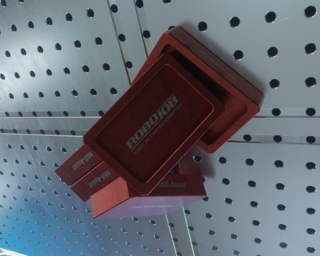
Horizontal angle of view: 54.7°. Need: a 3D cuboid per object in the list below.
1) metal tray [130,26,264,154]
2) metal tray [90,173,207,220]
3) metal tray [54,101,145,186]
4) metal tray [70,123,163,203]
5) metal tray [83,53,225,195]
[{"bbox_3d":[0.040,-0.041,0.359,0.130,0.030,0.089,39,129,1],"label":"metal tray"},{"bbox_3d":[-0.013,0.091,0.413,0.090,0.131,0.030,-36,57,39],"label":"metal tray"},{"bbox_3d":[-0.078,0.020,0.420,0.030,0.090,0.129,49,128,-6],"label":"metal tray"},{"bbox_3d":[-0.057,0.043,0.422,0.030,0.090,0.129,49,128,-6],"label":"metal tray"},{"bbox_3d":[-0.006,-0.004,0.337,0.090,0.030,0.130,43,84,-2],"label":"metal tray"}]
